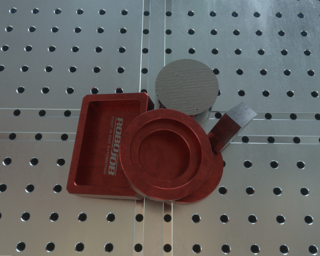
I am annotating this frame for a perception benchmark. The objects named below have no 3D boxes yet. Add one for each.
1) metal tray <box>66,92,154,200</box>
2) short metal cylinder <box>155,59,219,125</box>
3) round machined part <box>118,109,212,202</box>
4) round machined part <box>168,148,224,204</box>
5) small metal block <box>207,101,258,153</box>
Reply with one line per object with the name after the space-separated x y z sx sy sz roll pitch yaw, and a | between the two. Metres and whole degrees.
-0.059 0.021 0.389 0.090 0.030 0.130 -1 69 15 | metal tray
0.034 -0.045 0.415 0.081 0.050 0.080 0 70 0 | short metal cylinder
0.003 0.031 0.341 0.099 0.042 0.098 3 71 -10 | round machined part
0.030 0.044 0.386 0.099 0.042 0.098 0 70 -1 | round machined part
0.089 -0.001 0.390 0.025 0.050 0.050 45 41 14 | small metal block
